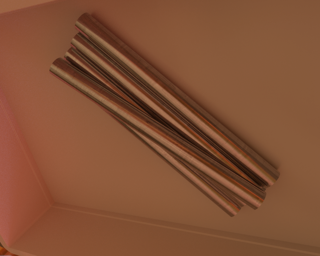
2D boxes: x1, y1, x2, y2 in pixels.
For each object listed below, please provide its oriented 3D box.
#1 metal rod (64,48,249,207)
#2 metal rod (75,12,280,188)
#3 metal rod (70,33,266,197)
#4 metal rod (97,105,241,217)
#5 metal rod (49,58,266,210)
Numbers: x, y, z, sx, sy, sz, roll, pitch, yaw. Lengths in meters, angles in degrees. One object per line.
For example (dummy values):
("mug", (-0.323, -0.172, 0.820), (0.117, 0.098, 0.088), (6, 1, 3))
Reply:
("metal rod", (-0.002, -0.003, 0.407), (0.300, 0.025, 0.025), (40, 129, 1))
("metal rod", (0.020, -0.034, 0.375), (0.300, 0.025, 0.025), (40, 129, 1))
("metal rod", (0.011, -0.017, 0.391), (0.300, 0.025, 0.025), (40, 129, 1))
("metal rod", (-0.012, 0.015, 0.422), (0.300, 0.025, 0.025), (40, 129, 1))
("metal rod", (-0.007, 0.003, 0.380), (0.301, 0.025, 0.025), (33, 129, 6))
